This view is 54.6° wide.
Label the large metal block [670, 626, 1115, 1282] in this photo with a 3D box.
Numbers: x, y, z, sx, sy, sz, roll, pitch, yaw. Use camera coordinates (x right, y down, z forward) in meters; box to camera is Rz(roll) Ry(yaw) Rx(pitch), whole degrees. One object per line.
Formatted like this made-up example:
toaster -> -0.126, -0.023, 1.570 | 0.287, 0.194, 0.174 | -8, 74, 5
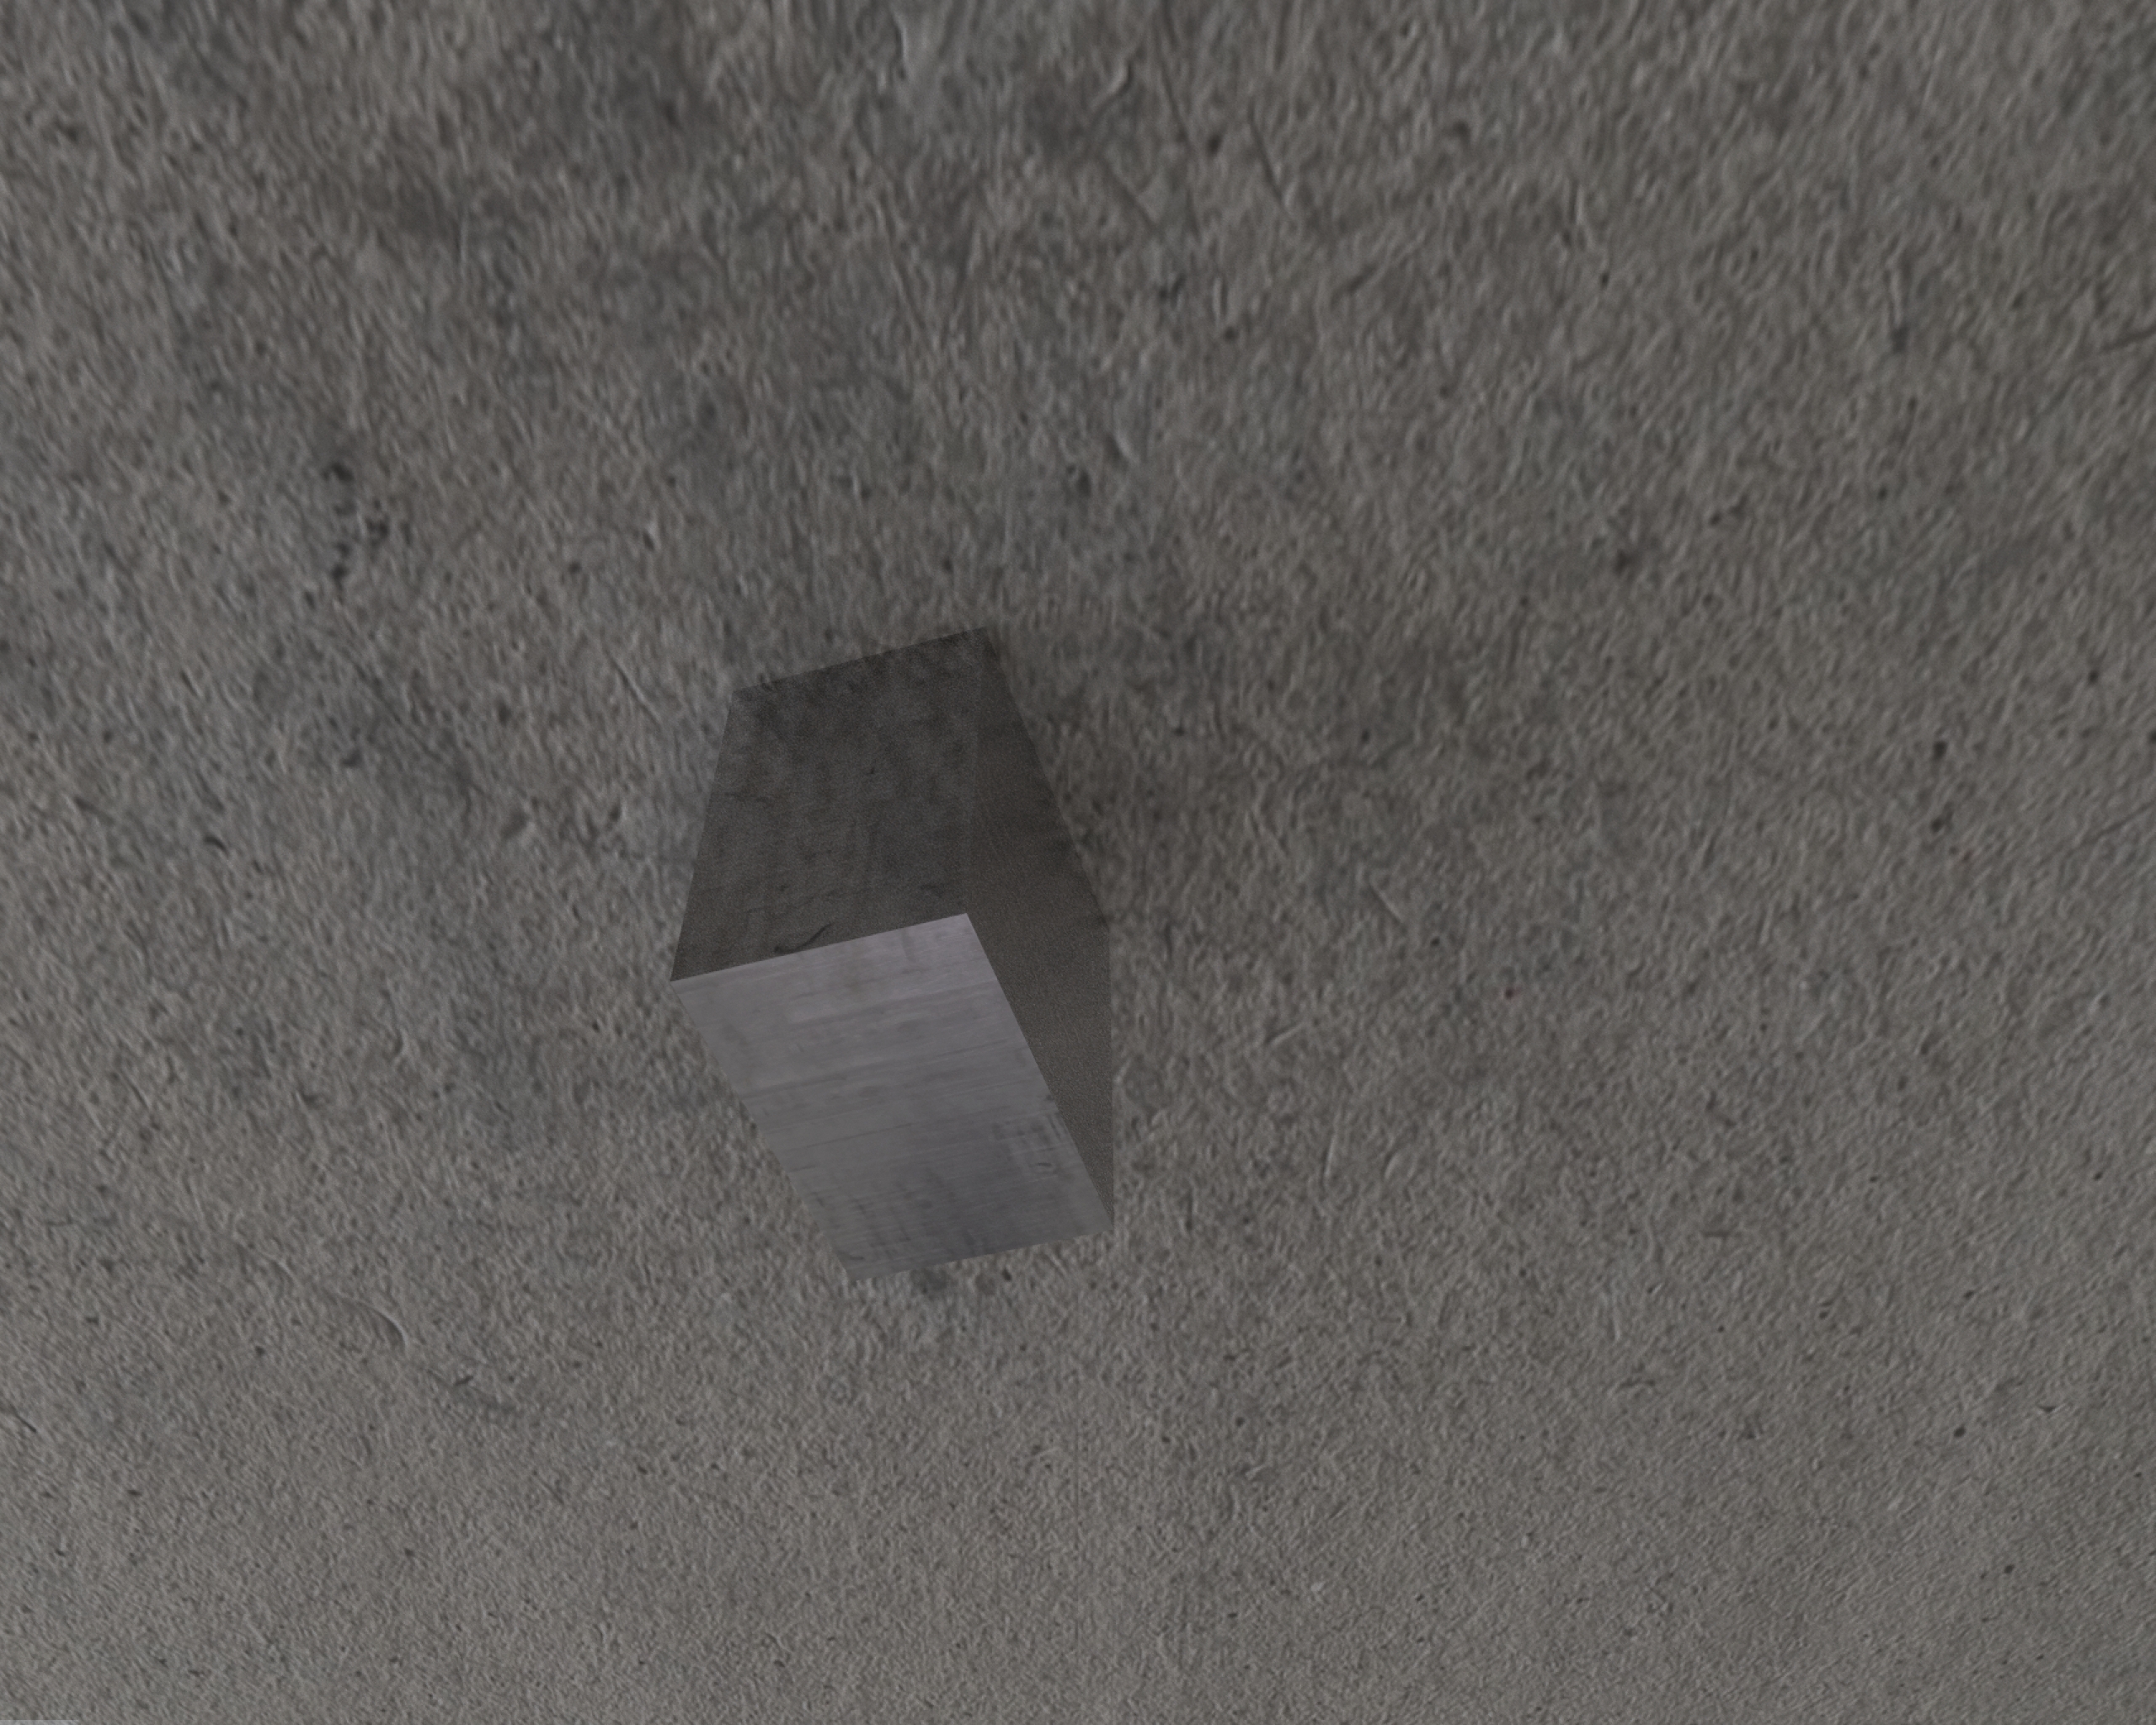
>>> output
large metal block -> -0.029, 0.017, 0.385 | 0.050, 0.080, 0.080 | -13, 129, 11
